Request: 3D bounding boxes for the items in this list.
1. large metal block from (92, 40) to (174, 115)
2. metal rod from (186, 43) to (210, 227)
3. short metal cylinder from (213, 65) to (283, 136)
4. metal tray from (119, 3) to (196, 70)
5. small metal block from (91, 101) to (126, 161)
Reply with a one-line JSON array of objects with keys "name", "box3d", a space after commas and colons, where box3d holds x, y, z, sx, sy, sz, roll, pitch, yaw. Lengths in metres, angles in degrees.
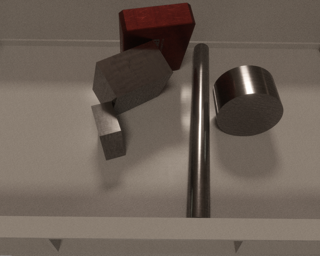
[{"name": "large metal block", "box3d": [-0.039, -0.062, 0.412, 0.081, 0.080, 0.050, -28, 82, -22]}, {"name": "metal rod", "box3d": [0.054, -0.016, 0.419, 0.025, 0.025, 0.300, 5, 50, 3]}, {"name": "short metal cylinder", "box3d": [0.111, -0.033, 0.399, 0.081, 0.080, 0.050, 1, 50, 0]}, {"name": "metal tray", "box3d": [-0.009, -0.117, 0.435, 0.091, 0.130, 0.030, -10, 76, -9]}, {"name": "small metal block", "box3d": [-0.064, 0.004, 0.385, 0.025, 0.050, 0.050, -16, 52, -11]}]
